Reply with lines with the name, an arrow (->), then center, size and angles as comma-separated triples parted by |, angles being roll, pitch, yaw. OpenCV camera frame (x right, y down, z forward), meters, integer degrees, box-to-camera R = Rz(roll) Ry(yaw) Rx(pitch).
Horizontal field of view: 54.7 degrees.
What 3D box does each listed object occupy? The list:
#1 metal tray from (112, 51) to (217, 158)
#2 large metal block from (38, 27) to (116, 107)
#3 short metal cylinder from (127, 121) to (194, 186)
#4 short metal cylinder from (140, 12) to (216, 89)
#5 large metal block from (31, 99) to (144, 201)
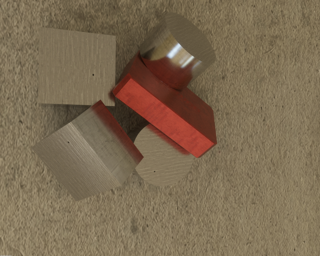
metal tray -> 0.011, -0.031, 0.381 | 0.130, 0.090, 0.030 | 37, 118, -16
large metal block -> -0.097, -0.065, 0.359 | 0.081, 0.050, 0.080 | 1, 90, -20
short metal cylinder -> -0.003, 0.030, 0.397 | 0.081, 0.050, 0.080 | 0, 90, -20
short metal cylinder -> 0.022, -0.095, 0.384 | 0.080, 0.050, 0.080 | 28, 41, -27
large metal block -> -0.080, 0.027, 0.344 | 0.080, 0.080, 0.050 | 55, 38, -12
